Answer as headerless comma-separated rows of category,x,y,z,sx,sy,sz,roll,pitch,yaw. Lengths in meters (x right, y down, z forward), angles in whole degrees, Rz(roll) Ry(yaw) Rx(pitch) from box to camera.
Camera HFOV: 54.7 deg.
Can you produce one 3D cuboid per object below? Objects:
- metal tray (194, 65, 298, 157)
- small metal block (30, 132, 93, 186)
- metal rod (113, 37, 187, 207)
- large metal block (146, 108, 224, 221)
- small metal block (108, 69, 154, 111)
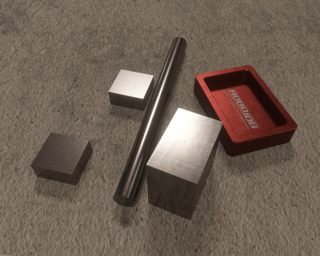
metal tray,0.111,-0.029,0.425,0.091,0.030,0.130,-13,51,-11
small metal block,-0.116,0.036,0.371,0.050,0.025,0.050,11,51,8
metal rod,-0.003,-0.032,0.429,0.025,0.025,0.300,11,51,9
large metal block,0.027,0.039,0.335,0.050,0.080,0.080,19,53,15
small metal block,-0.040,-0.055,0.449,0.050,0.025,0.050,12,51,10
